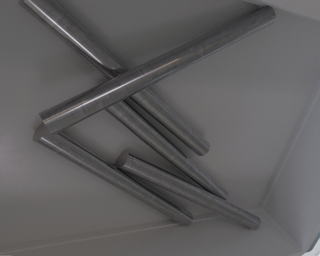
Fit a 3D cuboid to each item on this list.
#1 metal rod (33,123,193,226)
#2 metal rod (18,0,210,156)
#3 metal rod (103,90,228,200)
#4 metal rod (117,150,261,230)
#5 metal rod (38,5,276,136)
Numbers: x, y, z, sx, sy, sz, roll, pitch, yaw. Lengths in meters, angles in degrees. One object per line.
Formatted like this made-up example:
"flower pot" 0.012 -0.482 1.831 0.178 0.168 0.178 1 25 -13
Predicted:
"metal rod" -0.043 0.080 0.434 0.025 0.025 0.301 -46 129 4
"metal rod" -0.026 -0.044 0.366 0.025 0.025 0.301 -47 129 4
"metal rod" 0.021 0.040 0.444 0.025 0.025 0.300 -45 129 3
"metal rod" 0.062 0.107 0.485 0.301 0.025 0.025 31 101 -31
"metal rod" 0.014 -0.073 0.346 0.302 0.025 0.025 -30 129 -19
